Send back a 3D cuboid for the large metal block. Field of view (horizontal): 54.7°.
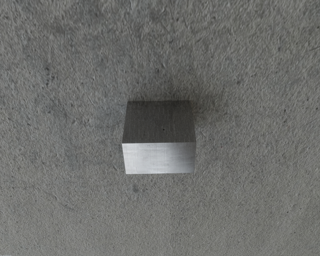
[{"bbox_3d":[-0.001,0.009,0.381,0.081,0.080,0.050,-1,130,0],"label":"large metal block"}]
